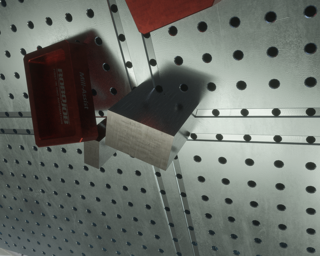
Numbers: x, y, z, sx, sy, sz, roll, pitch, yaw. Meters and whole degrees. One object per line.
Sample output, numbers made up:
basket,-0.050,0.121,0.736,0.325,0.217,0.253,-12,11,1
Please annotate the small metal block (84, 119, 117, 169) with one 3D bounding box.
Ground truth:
small metal block,-0.085,0.023,0.452,0.025,0.050,0.050,20,126,16

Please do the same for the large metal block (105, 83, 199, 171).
large metal block,-0.009,-0.005,0.376,0.080,0.080,0.050,22,127,14

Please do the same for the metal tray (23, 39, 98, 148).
metal tray,-0.135,-0.043,0.417,0.090,0.030,0.129,-8,91,31

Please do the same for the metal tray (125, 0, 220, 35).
metal tray,-0.004,-0.170,0.304,0.090,0.030,0.129,-12,113,33
